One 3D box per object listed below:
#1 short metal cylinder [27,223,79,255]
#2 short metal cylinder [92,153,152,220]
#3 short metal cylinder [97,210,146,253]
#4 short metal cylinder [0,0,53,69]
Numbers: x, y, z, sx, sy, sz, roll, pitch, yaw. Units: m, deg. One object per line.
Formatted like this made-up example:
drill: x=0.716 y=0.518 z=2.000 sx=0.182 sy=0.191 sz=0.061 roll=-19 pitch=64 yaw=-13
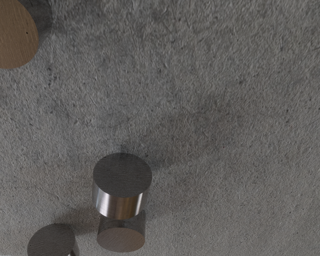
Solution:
short metal cylinder: x=-0.190 y=0.221 z=0.557 sx=0.081 sy=0.080 sz=0.050 roll=0 pitch=130 yaw=0
short metal cylinder: x=-0.055 y=0.081 z=0.439 sx=0.081 sy=0.080 sz=0.050 roll=8 pitch=130 yaw=-7
short metal cylinder: x=-0.065 y=0.172 z=0.537 sx=0.081 sy=0.050 sz=0.079 roll=0 pitch=130 yaw=0
short metal cylinder: x=-0.152 y=-0.105 z=0.300 sx=0.081 sy=0.050 sz=0.079 roll=0 pitch=130 yaw=0
